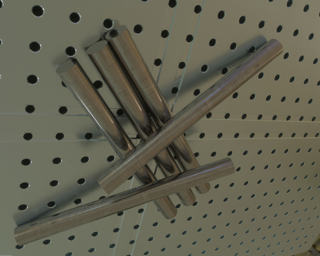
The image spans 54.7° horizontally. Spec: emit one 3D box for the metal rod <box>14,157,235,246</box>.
[{"bbox_3d":[-0.040,0.097,0.424,0.302,0.025,0.025,-17,126,-9],"label":"metal rod"}]

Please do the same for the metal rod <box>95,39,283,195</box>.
[{"bbox_3d":[0.046,-0.022,0.398,0.301,0.025,0.025,-38,130,-13],"label":"metal rod"}]

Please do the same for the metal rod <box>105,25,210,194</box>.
[{"bbox_3d":[0.013,-0.001,0.419,0.025,0.025,0.299,-35,129,-5],"label":"metal rod"}]

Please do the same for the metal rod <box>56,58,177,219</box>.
[{"bbox_3d":[-0.040,0.037,0.414,0.025,0.025,0.299,-34,129,-6],"label":"metal rod"}]

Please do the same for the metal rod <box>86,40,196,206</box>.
[{"bbox_3d":[-0.009,0.017,0.418,0.025,0.025,0.299,-34,129,-6],"label":"metal rod"}]
